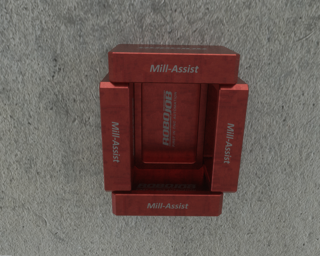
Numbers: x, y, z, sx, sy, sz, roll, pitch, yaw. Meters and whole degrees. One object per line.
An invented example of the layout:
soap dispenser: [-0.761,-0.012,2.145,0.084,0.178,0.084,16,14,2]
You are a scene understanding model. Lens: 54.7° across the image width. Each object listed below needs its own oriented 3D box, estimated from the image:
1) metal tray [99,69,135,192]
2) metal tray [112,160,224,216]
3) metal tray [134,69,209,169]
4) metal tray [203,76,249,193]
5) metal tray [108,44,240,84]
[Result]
metal tray: [-0.048,0.000,0.375,0.030,0.090,0.129,1,110,-1]
metal tray: [0.009,0.075,0.404,0.131,0.090,0.030,1,110,-1]
metal tray: [0.013,-0.010,0.405,0.091,0.030,0.129,1,110,-1]
metal tray: [0.075,0.001,0.377,0.030,0.090,0.129,1,110,-1]
metal tray: [0.014,-0.074,0.349,0.131,0.090,0.030,1,110,-1]
